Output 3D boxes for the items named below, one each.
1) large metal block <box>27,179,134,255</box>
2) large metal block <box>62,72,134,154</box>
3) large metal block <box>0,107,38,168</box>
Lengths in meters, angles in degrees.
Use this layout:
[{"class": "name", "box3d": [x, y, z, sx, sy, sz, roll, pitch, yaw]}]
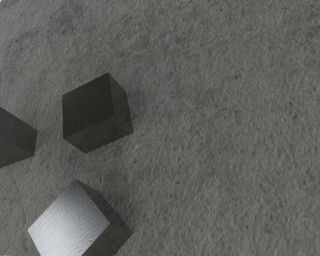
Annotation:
[{"class": "large metal block", "box3d": [-0.093, 0.121, 0.361, 0.080, 0.050, 0.080, -48, 52, -6]}, {"class": "large metal block", "box3d": [-0.091, -0.021, 0.447, 0.080, 0.050, 0.080, -24, 53, 13]}, {"class": "large metal block", "box3d": [-0.257, 0.018, 0.490, 0.080, 0.080, 0.050, -19, 55, 17]}]
